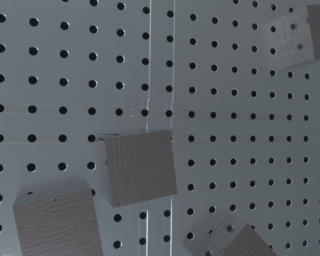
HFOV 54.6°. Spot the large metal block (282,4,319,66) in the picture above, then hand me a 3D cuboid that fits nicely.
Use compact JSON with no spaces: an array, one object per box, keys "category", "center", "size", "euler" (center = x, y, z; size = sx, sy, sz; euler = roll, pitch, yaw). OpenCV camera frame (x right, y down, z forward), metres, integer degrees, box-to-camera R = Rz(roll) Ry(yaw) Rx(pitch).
[{"category":"large metal block","center":[0.249,-0.148,0.490],"size":[0.081,0.050,0.080],"euler":[-13,95,-20]}]

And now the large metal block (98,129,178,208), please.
[{"category":"large metal block","center":[-0.029,0.047,0.388],"size":[0.081,0.050,0.080],"euler":[-8,93,-20]}]

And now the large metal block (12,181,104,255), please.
[{"category":"large metal block","center":[-0.116,0.113,0.357],"size":[0.081,0.050,0.080],"euler":[-11,94,-20]}]

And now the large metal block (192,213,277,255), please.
[{"category":"large metal block","center":[0.108,0.183,0.439],"size":[0.080,0.050,0.080],"euler":[-46,104,-14]}]
